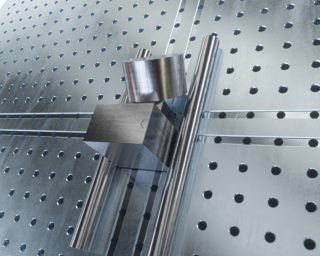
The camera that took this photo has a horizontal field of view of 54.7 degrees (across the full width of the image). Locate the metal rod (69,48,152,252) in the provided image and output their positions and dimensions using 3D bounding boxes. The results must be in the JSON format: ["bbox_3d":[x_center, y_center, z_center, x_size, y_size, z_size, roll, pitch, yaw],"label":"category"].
[{"bbox_3d":[-0.060,0.013,0.432,0.025,0.025,0.300,1,62,28],"label":"metal rod"}]

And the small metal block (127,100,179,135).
[{"bbox_3d":[-0.010,-0.013,0.405,0.050,0.050,0.025,2,63,28],"label":"small metal block"}]

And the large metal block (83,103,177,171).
[{"bbox_3d":[-0.031,0.013,0.378,0.080,0.080,0.050,1,62,28],"label":"large metal block"}]

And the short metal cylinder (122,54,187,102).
[{"bbox_3d":[-0.006,-0.068,0.410,0.080,0.050,0.080,-7,16,2],"label":"short metal cylinder"}]

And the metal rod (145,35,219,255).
[{"bbox_3d":[0.035,0.006,0.386,0.025,0.025,0.300,2,62,29],"label":"metal rod"}]
